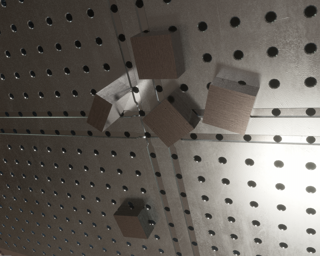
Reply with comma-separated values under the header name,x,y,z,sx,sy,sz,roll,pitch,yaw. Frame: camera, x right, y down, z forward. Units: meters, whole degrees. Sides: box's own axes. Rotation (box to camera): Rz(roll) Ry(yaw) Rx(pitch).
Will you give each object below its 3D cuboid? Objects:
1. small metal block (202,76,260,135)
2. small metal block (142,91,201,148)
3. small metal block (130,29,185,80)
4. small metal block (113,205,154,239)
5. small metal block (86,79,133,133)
name,x,y,z,sx,sy,sz,roll,pitch,yaw
small metal block,0.080,-0.025,0.353,0.050,0.025,0.050,18,126,17
small metal block,0.014,-0.011,0.396,0.050,0.025,0.050,47,129,-5
small metal block,-0.002,-0.085,0.359,0.050,0.025,0.050,3,120,26
small metal block,-0.045,0.162,0.533,0.050,0.025,0.050,-6,116,30
small metal block,-0.067,-0.030,0.410,0.025,0.050,0.050,33,129,6
